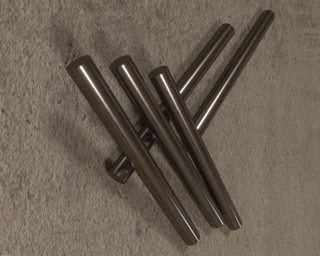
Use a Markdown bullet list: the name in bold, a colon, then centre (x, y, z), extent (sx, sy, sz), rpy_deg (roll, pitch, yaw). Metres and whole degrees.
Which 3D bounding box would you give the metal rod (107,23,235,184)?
- **metal rod**: centre (0.029, -0.050, 0.430), extent (0.025, 0.025, 0.301), rpy_deg (52, 59, -28)

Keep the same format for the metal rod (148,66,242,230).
- **metal rod**: centre (0.061, 0.046, 0.436), extent (0.025, 0.025, 0.299), rpy_deg (-49, 126, -29)

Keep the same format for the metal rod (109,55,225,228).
- **metal rod**: centre (0.024, 0.039, 0.400), extent (0.025, 0.025, 0.299), rpy_deg (-52, 128, -28)

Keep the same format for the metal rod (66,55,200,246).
- **metal rod**: centre (-0.014, 0.050, 0.363), extent (0.025, 0.025, 0.299), rpy_deg (-50, 129, -28)

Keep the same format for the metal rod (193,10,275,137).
- **metal rod**: centre (0.124, -0.098, 0.510), extent (0.025, 0.025, 0.301), rpy_deg (51, 60, -29)
